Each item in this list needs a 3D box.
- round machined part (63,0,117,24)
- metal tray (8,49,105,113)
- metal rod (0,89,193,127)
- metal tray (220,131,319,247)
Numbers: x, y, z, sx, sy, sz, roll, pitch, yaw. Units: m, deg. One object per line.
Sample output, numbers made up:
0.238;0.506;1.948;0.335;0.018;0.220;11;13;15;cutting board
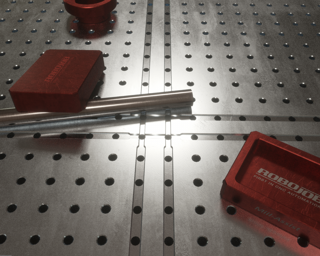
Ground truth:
-0.132;-0.236;0.593;0.099;0.042;0.098;0;50;0;round machined part
-0.140;-0.072;0.442;0.091;0.030;0.130;2;38;5;metal tray
-0.104;-0.026;0.428;0.302;0.025;0.025;-7;51;-6;metal rod
0.147;0.066;0.350;0.130;0.030;0.090;25;54;19;metal tray
